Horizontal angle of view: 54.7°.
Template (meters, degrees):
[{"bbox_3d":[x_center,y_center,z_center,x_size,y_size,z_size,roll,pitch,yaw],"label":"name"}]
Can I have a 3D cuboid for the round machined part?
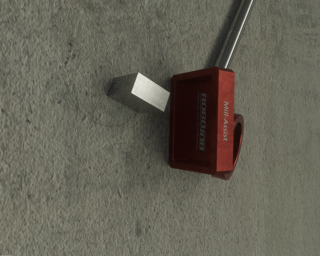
[{"bbox_3d":[0.089,0.024,0.455,0.099,0.042,0.097,-39,135,-53],"label":"round machined part"}]

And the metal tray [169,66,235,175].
[{"bbox_3d":[0.052,-0.009,0.407,0.030,0.090,0.129,2,89,-37],"label":"metal tray"}]

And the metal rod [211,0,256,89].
[{"bbox_3d":[0.110,-0.127,0.499,0.025,0.025,0.300,38,67,-34],"label":"metal rod"}]

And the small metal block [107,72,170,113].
[{"bbox_3d":[-0.026,-0.040,0.369,0.050,0.050,0.025,28,72,-37],"label":"small metal block"}]
